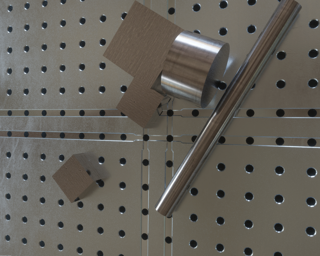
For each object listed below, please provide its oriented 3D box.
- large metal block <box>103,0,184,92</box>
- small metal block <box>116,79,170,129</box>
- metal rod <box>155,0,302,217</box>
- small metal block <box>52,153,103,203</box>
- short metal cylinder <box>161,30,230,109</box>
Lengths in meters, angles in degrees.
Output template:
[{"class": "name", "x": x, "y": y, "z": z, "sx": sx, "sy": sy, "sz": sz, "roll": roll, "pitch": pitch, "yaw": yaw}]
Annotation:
[{"class": "large metal block", "x": -0.013, "y": -0.103, "z": 0.404, "sx": 0.080, "sy": 0.050, "sz": 0.080, "roll": 37, "pitch": 102, "yaw": 16}, {"class": "small metal block", "x": -0.023, "y": -0.034, "z": 0.421, "sx": 0.050, "sy": 0.025, "sz": 0.050, "roll": 36, "pitch": 101, "yaw": 16}, {"class": "metal rod", "x": 0.078, "y": -0.017, "z": 0.384, "sx": 0.025, "sy": 0.025, "sz": 0.299, "roll": 33, "pitch": 101, "yaw": 17}, {"class": "small metal block", "x": -0.121, "y": 0.073, "z": 0.455, "sx": 0.050, "sy": 0.025, "sz": 0.050, "roll": -44, "pitch": 77, "yaw": 14}, {"class": "short metal cylinder", "x": 0.043, "y": -0.069, "z": 0.368, "sx": 0.050, "sy": 0.080, "sz": 0.080, "roll": 24, "pitch": 98, "yaw": 18}]
